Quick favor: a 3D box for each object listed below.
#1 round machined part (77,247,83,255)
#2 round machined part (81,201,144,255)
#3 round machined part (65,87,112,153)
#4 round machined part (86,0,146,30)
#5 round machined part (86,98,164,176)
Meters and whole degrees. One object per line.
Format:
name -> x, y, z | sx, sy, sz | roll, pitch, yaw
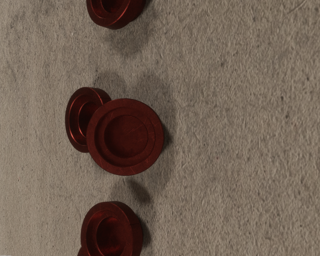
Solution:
round machined part -> -0.100, 0.225, 0.474 | 0.098, 0.042, 0.097 | 0, 90, 39
round machined part -> -0.062, 0.153, 0.437 | 0.098, 0.042, 0.097 | -6, 78, 34
round machined part -> -0.099, -0.012, 0.472 | 0.098, 0.042, 0.097 | 0, 90, 40
round machined part -> -0.057, -0.188, 0.439 | 0.098, 0.042, 0.097 | 0, 90, 39
round machined part -> -0.043, 0.011, 0.407 | 0.099, 0.042, 0.097 | 0, 92, 3
